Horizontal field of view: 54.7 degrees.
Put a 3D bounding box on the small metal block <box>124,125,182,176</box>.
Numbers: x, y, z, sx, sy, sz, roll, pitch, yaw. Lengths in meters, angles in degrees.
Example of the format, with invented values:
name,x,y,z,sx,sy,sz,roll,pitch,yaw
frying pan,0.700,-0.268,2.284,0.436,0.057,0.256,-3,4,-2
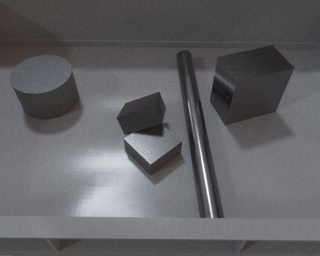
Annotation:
name,x,y,z,sx,sy,sz,roll,pitch,yaw
small metal block,-0.009,0.023,0.386,0.050,0.025,0.050,-34,58,-26

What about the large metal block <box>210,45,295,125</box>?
name,x,y,z,sx,sy,sz,roll,pitch,yaw
large metal block,0.120,-0.057,0.419,0.081,0.080,0.050,-15,52,-13

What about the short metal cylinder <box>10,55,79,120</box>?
name,x,y,z,sx,sy,sz,roll,pitch,yaw
short metal cylinder,-0.160,-0.058,0.436,0.081,0.050,0.080,0,50,0

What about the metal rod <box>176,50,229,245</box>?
name,x,y,z,sx,sy,sz,roll,pitch,yaw
metal rod,0.048,-0.001,0.406,0.025,0.025,0.300,-2,50,-2

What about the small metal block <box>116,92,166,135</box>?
name,x,y,z,sx,sy,sz,roll,pitch,yaw
small metal block,-0.022,-0.020,0.398,0.050,0.025,0.050,-17,22,15
